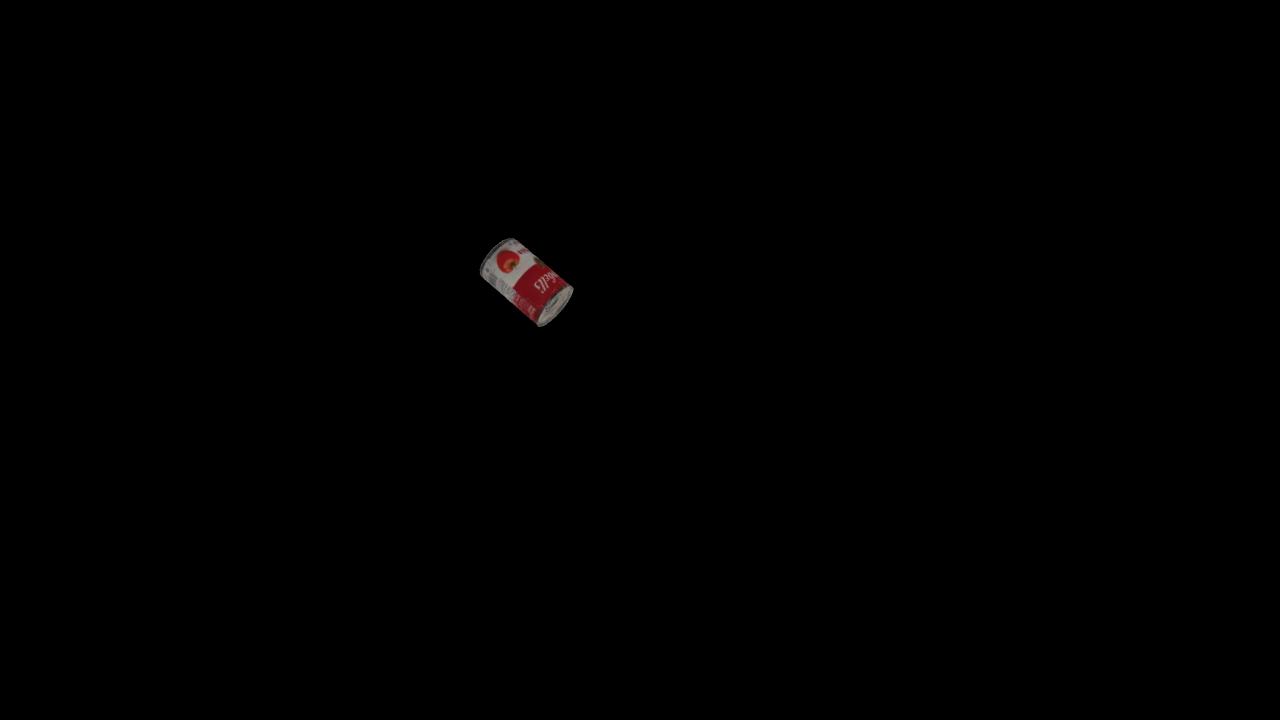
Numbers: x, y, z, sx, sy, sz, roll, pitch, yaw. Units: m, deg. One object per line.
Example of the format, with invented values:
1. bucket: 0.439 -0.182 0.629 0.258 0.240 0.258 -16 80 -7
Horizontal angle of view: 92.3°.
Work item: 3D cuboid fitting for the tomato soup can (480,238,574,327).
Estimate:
1. tomato soup can: -0.144 -0.099 0.783 0.101 0.068 0.068 40 6 7
